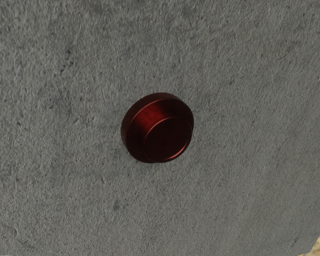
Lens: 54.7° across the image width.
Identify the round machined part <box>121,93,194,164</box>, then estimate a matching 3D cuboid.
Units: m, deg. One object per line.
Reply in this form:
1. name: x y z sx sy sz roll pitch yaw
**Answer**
1. round machined part: 0.002 0.007 0.404 0.099 0.042 0.097 -14 125 -21
